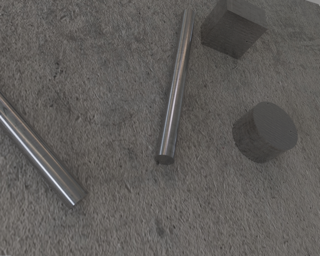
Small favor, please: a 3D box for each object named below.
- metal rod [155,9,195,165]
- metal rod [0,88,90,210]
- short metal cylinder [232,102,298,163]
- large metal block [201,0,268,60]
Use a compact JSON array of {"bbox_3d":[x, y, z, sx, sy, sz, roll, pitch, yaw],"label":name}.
[{"bbox_3d":[0.028,-0.081,0.468,0.025,0.025,0.300,22,54,-15],"label":"metal rod"},{"bbox_3d":[-0.181,-0.036,0.328,0.300,0.025,0.025,48,51,5],"label":"metal rod"},{"bbox_3d":[0.158,0.007,0.468,0.081,0.050,0.080,14,56,-21],"label":"short metal cylinder"},{"bbox_3d":[0.128,-0.178,0.546,0.081,0.080,0.050,17,55,-19],"label":"large metal block"}]
